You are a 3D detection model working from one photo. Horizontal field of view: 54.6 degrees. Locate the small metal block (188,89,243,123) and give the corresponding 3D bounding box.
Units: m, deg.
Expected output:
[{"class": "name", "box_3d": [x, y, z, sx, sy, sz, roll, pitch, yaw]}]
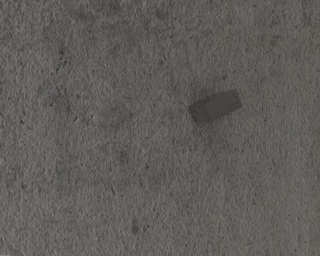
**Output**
[{"class": "small metal block", "box_3d": [0.074, -0.029, 0.423, 0.050, 0.050, 0.025, -26, 99, -18]}]
